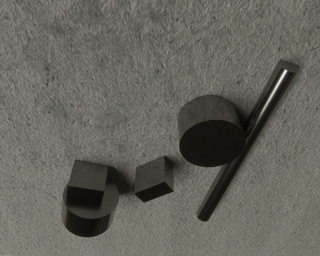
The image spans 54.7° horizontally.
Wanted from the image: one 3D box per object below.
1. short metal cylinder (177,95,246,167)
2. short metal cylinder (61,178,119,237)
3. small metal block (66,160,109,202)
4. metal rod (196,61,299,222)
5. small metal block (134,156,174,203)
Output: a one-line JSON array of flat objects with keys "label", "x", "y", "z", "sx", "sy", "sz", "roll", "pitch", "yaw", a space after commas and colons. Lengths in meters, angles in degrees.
[{"label": "short metal cylinder", "x": 0.064, "y": 0.005, "z": 0.396, "sx": 0.081, "sy": 0.050, "sz": 0.079, "roll": 0, "pitch": 130, "yaw": 0}, {"label": "short metal cylinder", "x": -0.106, "y": 0.116, "z": 0.468, "sx": 0.081, "sy": 0.080, "sz": 0.050, "roll": 11, "pitch": 130, "yaw": -10}, {"label": "small metal block", "x": -0.105, "y": 0.077, "z": 0.455, "sx": 0.050, "sy": 0.050, "sz": 0.025, "roll": 11, "pitch": 129, "yaw": -10}, {"label": "metal rod", "x": 0.110, "y": 0.041, "z": 0.443, "sx": 0.025, "sy": 0.025, "sz": 0.298, "roll": 10, "pitch": 130, "yaw": -9}, {"label": "small metal block", "x": -0.009, "y": 0.075, "z": 0.455, "sx": 0.050, "sy": 0.050, "sz": 0.025, "roll": -25, "pitch": 126, "yaw": 19}]
